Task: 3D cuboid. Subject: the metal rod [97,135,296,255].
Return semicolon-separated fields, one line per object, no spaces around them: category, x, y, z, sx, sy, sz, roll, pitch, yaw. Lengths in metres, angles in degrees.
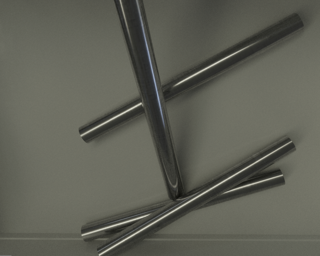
metal rod;0.048;0.098;0.427;0.301;0.025;0.025;-31;108;2

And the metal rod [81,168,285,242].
metal rod;0.029;0.114;0.453;0.301;0.025;0.025;-18;109;6

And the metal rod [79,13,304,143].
metal rod;0.032;-0.058;0.390;0.301;0.025;0.025;-27;108;9

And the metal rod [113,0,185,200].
metal rod;-0.004;-0.014;0.350;0.025;0.025;0.298;-11;132;4
